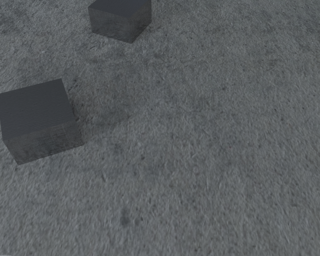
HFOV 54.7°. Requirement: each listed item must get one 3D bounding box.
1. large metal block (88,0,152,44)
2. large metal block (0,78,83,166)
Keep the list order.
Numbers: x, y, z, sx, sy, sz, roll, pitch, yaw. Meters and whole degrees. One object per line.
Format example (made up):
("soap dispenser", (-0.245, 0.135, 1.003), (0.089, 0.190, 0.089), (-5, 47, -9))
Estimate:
("large metal block", (-0.069, -0.204, 0.557), (0.080, 0.050, 0.080), (20, 53, 16))
("large metal block", (-0.152, -0.010, 0.393), (0.081, 0.050, 0.080), (-18, 53, -15))
